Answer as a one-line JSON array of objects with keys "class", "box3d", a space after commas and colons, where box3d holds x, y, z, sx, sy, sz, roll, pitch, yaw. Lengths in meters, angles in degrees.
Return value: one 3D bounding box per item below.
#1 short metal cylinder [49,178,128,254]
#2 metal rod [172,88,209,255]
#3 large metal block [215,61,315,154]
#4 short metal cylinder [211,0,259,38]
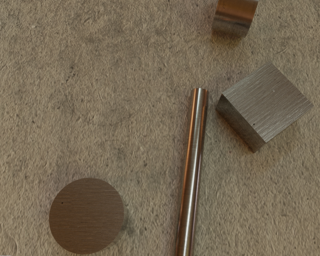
[{"class": "short metal cylinder", "box3d": [-0.079, 0.102, 0.357, 0.081, 0.050, 0.080, 0, 70, 0]}, {"class": "metal rod", "box3d": [0.034, 0.090, 0.375, 0.025, 0.025, 0.299, 8, 70, 3]}, {"class": "large metal block", "box3d": [0.133, -0.027, 0.405, 0.080, 0.050, 0.080, -34, 74, -12]}, {"class": "short metal cylinder", "box3d": [0.109, -0.175, 0.444, 0.050, 0.080, 0.080, 15, 71, 5]}]
